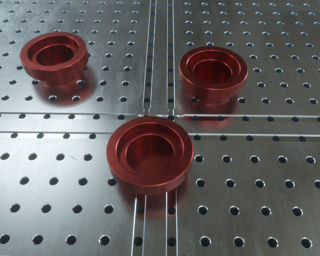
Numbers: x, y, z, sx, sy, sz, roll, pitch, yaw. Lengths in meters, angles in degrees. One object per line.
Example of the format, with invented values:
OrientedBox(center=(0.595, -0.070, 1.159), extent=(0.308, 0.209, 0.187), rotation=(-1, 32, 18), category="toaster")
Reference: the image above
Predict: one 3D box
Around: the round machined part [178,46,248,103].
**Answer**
OrientedBox(center=(0.077, -0.075, 0.461), extent=(0.099, 0.042, 0.098), rotation=(0, 50, 0), category="round machined part")

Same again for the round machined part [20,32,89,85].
OrientedBox(center=(-0.161, -0.105, 0.484), extent=(0.099, 0.042, 0.098), rotation=(0, 50, 0), category="round machined part")

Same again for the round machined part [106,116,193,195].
OrientedBox(center=(-0.011, 0.036, 0.367), extent=(0.099, 0.042, 0.098), rotation=(0, 50, 0), category="round machined part")
